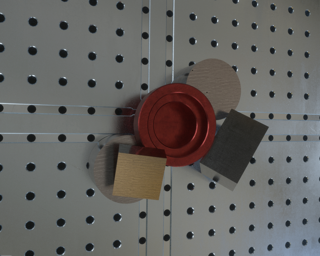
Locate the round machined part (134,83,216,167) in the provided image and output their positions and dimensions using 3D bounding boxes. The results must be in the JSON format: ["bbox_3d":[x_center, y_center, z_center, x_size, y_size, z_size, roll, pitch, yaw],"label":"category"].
[{"bbox_3d":[0.015,-0.004,0.378,0.099,0.042,0.097,0,90,-20],"label":"round machined part"}]

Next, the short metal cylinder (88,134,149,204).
[{"bbox_3d":[-0.045,0.048,0.382,0.081,0.050,0.079,0,90,-20],"label":"short metal cylinder"}]

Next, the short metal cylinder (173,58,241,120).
[{"bbox_3d":[0.062,-0.050,0.422,0.081,0.050,0.079,0,90,-20],"label":"short metal cylinder"}]

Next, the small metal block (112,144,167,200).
[{"bbox_3d":[-0.023,0.048,0.338,0.050,0.025,0.050,8,107,-8],"label":"small metal block"}]

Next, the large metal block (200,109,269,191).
[{"bbox_3d":[0.096,0.032,0.412,0.050,0.080,0.080,29,79,17],"label":"large metal block"}]
